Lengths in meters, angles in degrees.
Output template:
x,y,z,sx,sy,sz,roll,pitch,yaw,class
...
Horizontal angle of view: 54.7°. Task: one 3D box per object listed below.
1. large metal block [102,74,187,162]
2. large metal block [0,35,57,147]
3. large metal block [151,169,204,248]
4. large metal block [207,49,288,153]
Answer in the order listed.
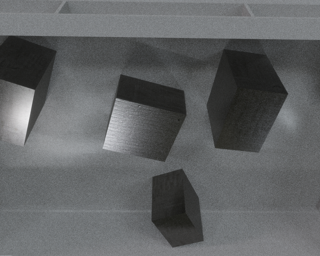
x,y,z,sx,sy,sz,roll,pitch,yaw,class
-0.020,-0.010,0.383,0.081,0.050,0.079,13,129,-11,large metal block
-0.156,-0.041,0.337,0.050,0.080,0.079,18,128,-15,large metal block
0.027,0.124,0.478,0.050,0.080,0.080,-18,128,15,large metal block
0.091,-0.031,0.347,0.050,0.080,0.079,6,130,-6,large metal block
